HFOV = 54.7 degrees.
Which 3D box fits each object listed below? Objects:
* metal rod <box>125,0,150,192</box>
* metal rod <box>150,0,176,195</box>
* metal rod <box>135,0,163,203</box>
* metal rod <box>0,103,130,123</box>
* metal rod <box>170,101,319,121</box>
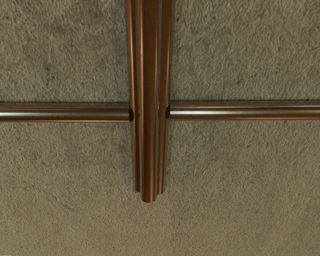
[{"bbox_3d":[-0.025,-0.022,0.391,0.025,0.025,0.298,1,130,-1],"label":"metal rod"},{"bbox_3d":[-0.001,-0.017,0.395,0.025,0.025,0.298,1,130,-1],"label":"metal rod"},{"bbox_3d":[-0.014,-0.010,0.374,0.025,0.025,0.298,1,130,-1],"label":"metal rod"},{"bbox_3d":[-0.189,-0.019,0.389,0.302,0.025,0.025,0,130,-1],"label":"metal rod"},{"bbox_3d":[0.163,-0.022,0.392,0.302,0.025,0.025,0,130,-1],"label":"metal rod"}]
